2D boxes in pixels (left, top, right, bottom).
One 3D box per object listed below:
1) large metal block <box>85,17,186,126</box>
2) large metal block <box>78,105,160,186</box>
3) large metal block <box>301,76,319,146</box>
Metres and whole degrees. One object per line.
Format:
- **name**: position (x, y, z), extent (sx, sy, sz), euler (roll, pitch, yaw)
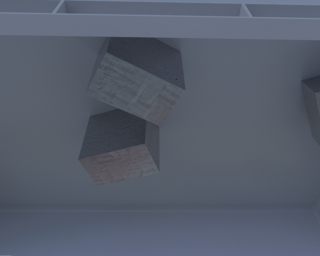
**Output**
- **large metal block**: position (-0.024, -0.059, 0.322), extent (0.080, 0.080, 0.050), euler (23, 126, -19)
- **large metal block**: position (-0.047, 0.019, 0.388), extent (0.080, 0.080, 0.050), euler (-14, 129, 11)
- **large metal block**: position (0.221, -0.024, 0.361), extent (0.080, 0.050, 0.080), euler (-16, 111, 13)
